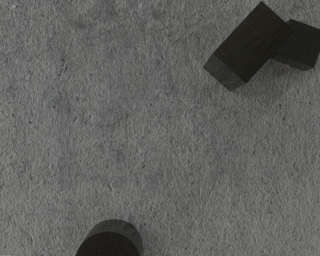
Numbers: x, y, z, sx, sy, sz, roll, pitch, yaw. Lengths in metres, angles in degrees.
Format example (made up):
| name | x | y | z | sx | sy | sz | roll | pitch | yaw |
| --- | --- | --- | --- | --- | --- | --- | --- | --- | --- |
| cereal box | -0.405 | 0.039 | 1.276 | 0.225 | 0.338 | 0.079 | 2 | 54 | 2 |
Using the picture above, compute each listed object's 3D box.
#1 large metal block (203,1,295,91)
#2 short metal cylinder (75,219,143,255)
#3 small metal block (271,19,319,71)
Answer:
| name | x | y | z | sx | sy | sz | roll | pitch | yaw |
| --- | --- | --- | --- | --- | --- | --- | --- | --- | --- |
| large metal block | 0.104 | -0.096 | 0.384 | 0.050 | 0.080 | 0.080 | 42 | 90 | -1 |
| short metal cylinder | -0.063 | 0.164 | 0.397 | 0.081 | 0.050 | 0.079 | 0 | 90 | -1 |
| small metal block | 0.184 | -0.110 | 0.412 | 0.050 | 0.025 | 0.050 | 20 | 90 | -1 |
